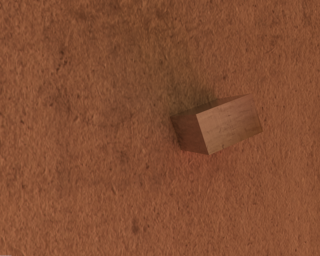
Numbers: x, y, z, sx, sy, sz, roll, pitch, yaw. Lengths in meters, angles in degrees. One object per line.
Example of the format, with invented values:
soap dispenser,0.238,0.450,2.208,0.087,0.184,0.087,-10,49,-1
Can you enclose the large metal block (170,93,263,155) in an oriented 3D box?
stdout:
large metal block,0.071,-0.006,0.405,0.081,0.080,0.050,-21,97,-19
